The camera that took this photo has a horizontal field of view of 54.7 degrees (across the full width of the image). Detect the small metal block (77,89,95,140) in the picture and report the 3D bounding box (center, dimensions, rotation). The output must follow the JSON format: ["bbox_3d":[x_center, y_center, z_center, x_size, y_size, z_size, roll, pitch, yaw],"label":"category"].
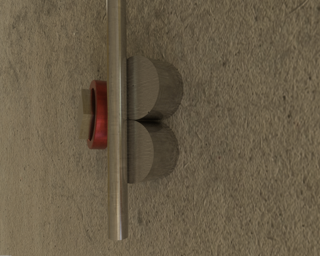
[{"bbox_3d":[-0.100,-0.019,0.436,0.050,0.025,0.050,114,150,-42],"label":"small metal block"}]

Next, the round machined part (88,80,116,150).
[{"bbox_3d":[-0.077,-0.018,0.443,0.098,0.042,0.097,-177,90,-69],"label":"round machined part"}]

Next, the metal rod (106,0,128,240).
[{"bbox_3d":[-0.053,-0.014,0.386,0.025,0.025,0.298,-1,89,40],"label":"metal rod"}]

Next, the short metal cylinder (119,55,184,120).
[{"bbox_3d":[-0.016,-0.050,0.404,0.080,0.050,0.079,0,90,40],"label":"short metal cylinder"}]

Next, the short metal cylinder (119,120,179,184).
[{"bbox_3d":[-0.022,0.030,0.408,0.080,0.050,0.080,-1,89,40],"label":"short metal cylinder"}]
